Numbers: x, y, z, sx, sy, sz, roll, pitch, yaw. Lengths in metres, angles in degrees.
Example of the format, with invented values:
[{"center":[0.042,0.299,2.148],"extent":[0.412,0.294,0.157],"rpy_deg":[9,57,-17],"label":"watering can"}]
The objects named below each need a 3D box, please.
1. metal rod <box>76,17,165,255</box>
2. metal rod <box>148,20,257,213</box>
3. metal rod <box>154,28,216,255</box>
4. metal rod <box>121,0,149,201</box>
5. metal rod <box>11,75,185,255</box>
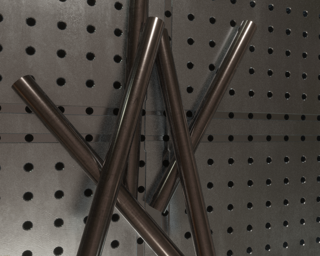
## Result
[{"center":[-0.042,0.009,0.356],"extent":[0.025,0.025,0.299],"rpy_deg":[19,76,-19],"label":"metal rod"},{"center":[0.064,-0.023,0.437],"extent":[0.025,0.025,0.299],"rpy_deg":[31,80,-18],"label":"metal rod"},{"center":[0.028,0.017,0.401],"extent":[0.025,0.025,0.298],"rpy_deg":[-10,85,-20],"label":"metal rod"},{"center":[-0.034,-0.047,0.400],"extent":[0.025,0.025,0.298],"rpy_deg":[4,89,-20],"label":"metal rod"},{"center":[-0.064,0.062,0.368],"extent":[0.025,0.025,0.300],"rpy_deg":[-41,96,-16],"label":"metal rod"}]
